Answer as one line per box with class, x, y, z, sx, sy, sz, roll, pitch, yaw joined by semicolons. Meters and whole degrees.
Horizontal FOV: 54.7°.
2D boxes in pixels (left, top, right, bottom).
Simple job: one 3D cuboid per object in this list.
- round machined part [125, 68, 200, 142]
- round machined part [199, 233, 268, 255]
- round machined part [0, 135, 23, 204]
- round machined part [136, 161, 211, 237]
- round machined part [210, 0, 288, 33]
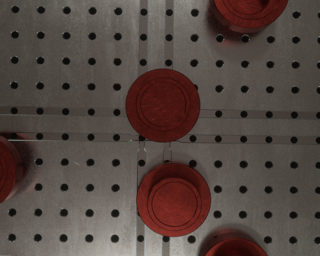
round machined part;0.004;-0.030;0.405;0.099;0.042;0.097;0;90;-1
round machined part;0.100;0.193;0.406;0.099;0.042;0.097;0;90;-1
round machined part;-0.227;0.054;0.402;0.099;0.042;0.097;0;90;-1
round machined part;0.018;0.095;0.405;0.099;0.042;0.097;0;90;-1
round machined part;0.113;-0.173;0.406;0.099;0.042;0.097;0;90;-1
